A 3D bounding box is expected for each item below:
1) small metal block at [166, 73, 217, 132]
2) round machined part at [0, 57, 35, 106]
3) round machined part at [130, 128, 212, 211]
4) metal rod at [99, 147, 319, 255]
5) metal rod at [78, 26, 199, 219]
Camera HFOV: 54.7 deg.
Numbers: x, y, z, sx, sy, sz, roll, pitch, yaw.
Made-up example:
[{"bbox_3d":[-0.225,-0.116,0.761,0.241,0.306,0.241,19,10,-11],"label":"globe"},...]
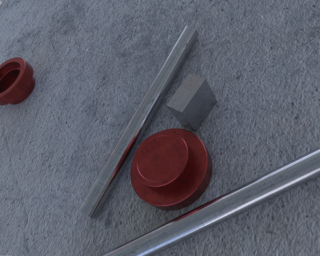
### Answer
[{"bbox_3d":[0.041,-0.031,0.385,0.025,0.050,0.050,27,76,37],"label":"small metal block"},{"bbox_3d":[-0.280,-0.084,0.591,0.098,0.042,0.098,-13,56,21],"label":"round machined part"},{"bbox_3d":[0.008,0.043,0.363,0.098,0.042,0.098,-13,56,21],"label":"round machined part"},{"bbox_3d":[0.031,0.102,0.325,0.300,0.025,0.025,-29,52,9],"label":"metal rod"},{"bbox_3d":[-0.022,-0.019,0.426,0.025,0.025,0.300,17,70,35],"label":"metal rod"}]
